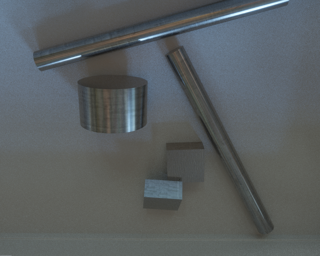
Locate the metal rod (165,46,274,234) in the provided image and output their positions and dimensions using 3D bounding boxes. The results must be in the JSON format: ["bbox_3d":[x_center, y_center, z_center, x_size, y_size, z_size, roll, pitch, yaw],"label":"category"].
[{"bbox_3d":[0.089,0.029,0.423,0.025,0.025,0.299,-27,108,9],"label":"metal rod"}]

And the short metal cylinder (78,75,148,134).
[{"bbox_3d":[-0.055,-0.031,0.370,0.081,0.080,0.050,1,110,-1],"label":"short metal cylinder"}]

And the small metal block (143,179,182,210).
[{"bbox_3d":[0.003,0.094,0.433,0.050,0.025,0.050,4,148,-2],"label":"small metal block"}]

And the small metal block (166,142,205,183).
[{"bbox_3d":[0.035,0.048,0.429,0.050,0.025,0.050,-2,110,0],"label":"small metal block"}]

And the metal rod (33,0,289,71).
[{"bbox_3d":[-0.002,-0.118,0.367,0.301,0.025,0.025,-14,110,4],"label":"metal rod"}]
